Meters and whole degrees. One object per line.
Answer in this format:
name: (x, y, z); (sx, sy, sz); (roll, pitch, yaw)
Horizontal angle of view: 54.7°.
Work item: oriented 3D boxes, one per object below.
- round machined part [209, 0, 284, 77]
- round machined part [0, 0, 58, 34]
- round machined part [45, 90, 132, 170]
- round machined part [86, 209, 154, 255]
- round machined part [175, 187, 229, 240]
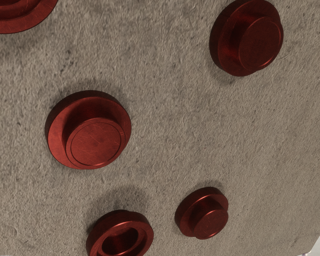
round machined part: (0.115, -0.111, 0.392); (0.099, 0.042, 0.097); (-14, 125, -21)
round machined part: (-0.131, -0.129, 0.245); (0.099, 0.042, 0.097); (-14, 125, -21)
round machined part: (-0.079, 0.009, 0.359); (0.099, 0.042, 0.097); (-14, 125, -21)
round machined part: (-0.062, 0.162, 0.463); (0.099, 0.042, 0.097); (-14, 125, -21)
round machined part: (0.079, 0.153, 0.536); (0.099, 0.042, 0.097); (-14, 125, -21)
